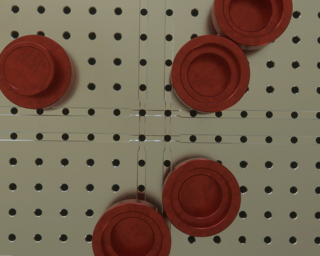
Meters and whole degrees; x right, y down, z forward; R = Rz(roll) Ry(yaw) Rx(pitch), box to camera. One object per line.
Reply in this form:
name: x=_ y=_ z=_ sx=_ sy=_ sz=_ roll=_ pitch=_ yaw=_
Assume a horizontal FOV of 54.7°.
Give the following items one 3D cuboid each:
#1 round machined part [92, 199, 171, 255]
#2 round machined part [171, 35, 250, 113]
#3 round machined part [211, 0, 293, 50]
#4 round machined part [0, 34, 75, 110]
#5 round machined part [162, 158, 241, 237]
round machined part: x=-0.035 y=0.141 z=0.405 sx=0.099 sy=0.042 sz=0.097 roll=0 pitch=90 yaw=-1
round machined part: x=0.063 y=-0.068 z=0.406 sx=0.099 sy=0.042 sz=0.097 roll=0 pitch=90 yaw=-1
round machined part: x=0.116 y=-0.151 z=0.406 sx=0.099 sy=0.042 sz=0.097 roll=0 pitch=90 yaw=-1
round machined part: x=-0.165 y=-0.073 z=0.403 sx=0.099 sy=0.042 sz=0.097 roll=0 pitch=90 yaw=-1
round machined part: x=0.052 y=0.087 z=0.406 sx=0.099 sy=0.042 sz=0.097 roll=0 pitch=90 yaw=-1
